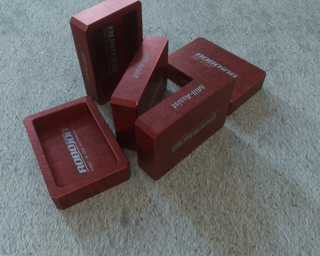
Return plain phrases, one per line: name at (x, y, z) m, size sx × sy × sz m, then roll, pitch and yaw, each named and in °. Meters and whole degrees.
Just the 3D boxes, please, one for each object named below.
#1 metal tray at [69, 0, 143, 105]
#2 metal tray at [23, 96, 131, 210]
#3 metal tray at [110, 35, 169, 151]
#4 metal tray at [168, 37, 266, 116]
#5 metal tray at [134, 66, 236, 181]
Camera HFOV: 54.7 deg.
metal tray at (-0.065, -0.104, 0.423) m, size 0.030 × 0.129 × 0.090 m, roll 36°, pitch 58°, yaw 26°
metal tray at (-0.103, 0.024, 0.380) m, size 0.091 × 0.030 × 0.130 m, roll -23°, pitch 54°, yaw -19°
metal tray at (-0.021, -0.046, 0.401) m, size 0.030 × 0.089 × 0.130 m, roll 13°, pitch 51°, yaw 10°
metal tray at (0.080, -0.083, 0.472) m, size 0.091 × 0.030 × 0.130 m, roll -37°, pitch 59°, yaw -27°
metal tray at (0.031, -0.006, 0.367) m, size 0.131 × 0.089 × 0.030 m, roll -36°, pitch 59°, yaw -27°
